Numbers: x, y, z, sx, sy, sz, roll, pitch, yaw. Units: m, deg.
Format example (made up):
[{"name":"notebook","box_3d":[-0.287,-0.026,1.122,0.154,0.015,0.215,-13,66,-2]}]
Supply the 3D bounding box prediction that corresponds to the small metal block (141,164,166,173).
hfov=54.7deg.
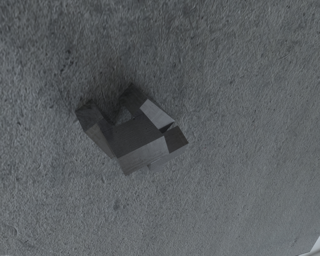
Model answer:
[{"name":"small metal block","box_3d":[-0.012,0.030,0.422,0.050,0.025,0.050,17,109,-35]}]

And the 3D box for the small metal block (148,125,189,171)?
[{"name":"small metal block","box_3d":[0.004,0.026,0.380,0.050,0.025,0.050,-28,166,-11]}]

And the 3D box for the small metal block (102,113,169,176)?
[{"name":"small metal block","box_3d":[-0.026,0.016,0.324,0.050,0.050,0.025,-26,128,-13]}]

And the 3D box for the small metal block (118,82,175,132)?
[{"name":"small metal block","box_3d":[-0.016,-0.023,0.371,0.025,0.050,0.050,-49,129,6]}]

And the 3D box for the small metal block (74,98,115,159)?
[{"name":"small metal block","box_3d":[-0.068,0.001,0.357,0.025,0.050,0.050,-39,130,-3]}]
